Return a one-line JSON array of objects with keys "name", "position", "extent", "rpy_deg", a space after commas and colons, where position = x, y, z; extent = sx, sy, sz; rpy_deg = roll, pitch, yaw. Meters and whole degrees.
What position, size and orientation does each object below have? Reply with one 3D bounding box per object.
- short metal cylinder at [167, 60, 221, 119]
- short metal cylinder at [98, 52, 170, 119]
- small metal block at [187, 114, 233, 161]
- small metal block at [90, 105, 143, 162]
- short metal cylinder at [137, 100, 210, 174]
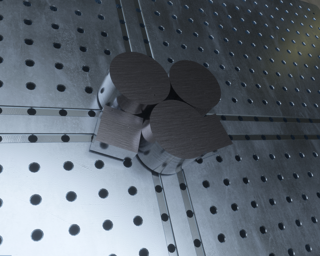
[{"name": "short metal cylinder", "position": [0.038, -0.049, 0.438], "extent": [0.081, 0.050, 0.080], "rpy_deg": [14, 56, -21]}, {"name": "short metal cylinder", "position": [-0.034, -0.051, 0.401], "extent": [0.081, 0.050, 0.080], "rpy_deg": [14, 56, -21]}, {"name": "small metal block", "position": [0.065, 0.012, 0.432], "extent": [0.050, 0.025, 0.050], "rpy_deg": [-15, 70, -34]}, {"name": "small metal block", "position": [-0.051, 0.007, 0.372], "extent": [0.050, 0.025, 0.050], "rpy_deg": [19, 54, -17]}, {"name": "short metal cylinder", "position": [0.014, 0.012, 0.388], "extent": [0.081, 0.050, 0.080], "rpy_deg": [14, 56, -21]}]
